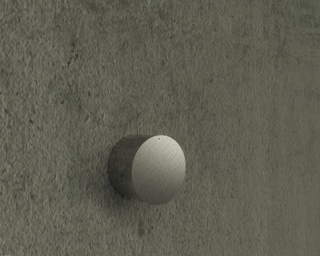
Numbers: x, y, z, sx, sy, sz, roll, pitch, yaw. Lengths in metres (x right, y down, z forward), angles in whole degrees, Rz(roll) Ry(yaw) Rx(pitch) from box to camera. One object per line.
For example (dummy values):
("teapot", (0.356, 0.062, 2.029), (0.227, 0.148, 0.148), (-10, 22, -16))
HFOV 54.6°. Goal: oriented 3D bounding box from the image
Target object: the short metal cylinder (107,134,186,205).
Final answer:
("short metal cylinder", (-0.015, 0.048, 0.375), (0.081, 0.050, 0.080), (0, 90, -40))
